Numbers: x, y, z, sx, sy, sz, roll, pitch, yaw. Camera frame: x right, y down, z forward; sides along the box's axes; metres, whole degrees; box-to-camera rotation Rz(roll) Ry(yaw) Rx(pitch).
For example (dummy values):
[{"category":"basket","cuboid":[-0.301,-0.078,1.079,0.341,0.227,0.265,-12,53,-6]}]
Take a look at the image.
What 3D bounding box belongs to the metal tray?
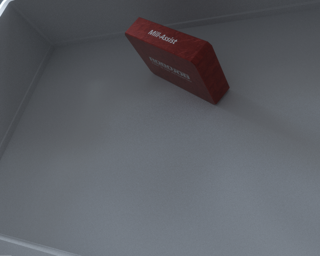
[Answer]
[{"category":"metal tray","cuboid":[0.022,-0.088,0.405,0.130,0.090,0.030,34,81,38]}]
